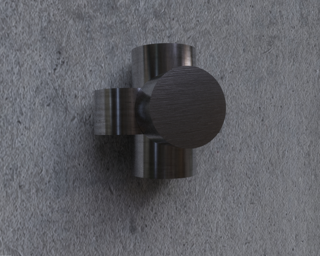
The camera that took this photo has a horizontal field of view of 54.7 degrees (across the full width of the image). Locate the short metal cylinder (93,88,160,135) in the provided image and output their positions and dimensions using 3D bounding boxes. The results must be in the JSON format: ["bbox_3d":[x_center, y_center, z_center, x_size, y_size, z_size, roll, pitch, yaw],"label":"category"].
[{"bbox_3d":[-0.038,-0.018,0.368,0.081,0.080,0.050,-1,91,-20],"label":"short metal cylinder"}]

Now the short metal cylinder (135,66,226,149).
[{"bbox_3d":[0.020,-0.020,0.320,0.081,0.050,0.079,0,90,-21],"label":"short metal cylinder"}]

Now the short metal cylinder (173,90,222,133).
[{"bbox_3d":[0.039,-0.019,0.396,0.081,0.080,0.050,0,91,-20],"label":"short metal cylinder"}]

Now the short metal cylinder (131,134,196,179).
[{"bbox_3d":[0.005,0.031,0.384,0.081,0.080,0.050,0,90,-20],"label":"short metal cylinder"}]

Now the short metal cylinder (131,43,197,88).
[{"bbox_3d":[0.005,-0.070,0.384,0.081,0.080,0.050,-2,91,-20],"label":"short metal cylinder"}]
